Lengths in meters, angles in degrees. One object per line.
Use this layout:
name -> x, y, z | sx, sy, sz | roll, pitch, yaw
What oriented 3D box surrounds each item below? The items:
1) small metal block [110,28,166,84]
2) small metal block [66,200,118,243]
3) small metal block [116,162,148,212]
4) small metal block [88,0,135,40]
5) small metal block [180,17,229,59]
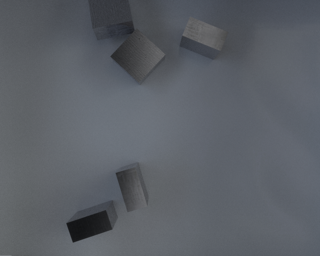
small metal block -> -0.029, -0.094, 0.411 | 0.050, 0.025, 0.050 | 43, 90, -1
small metal block -> -0.085, 0.118, 0.398 | 0.050, 0.050, 0.025 | -18, 90, 0
small metal block -> -0.034, 0.074, 0.399 | 0.025, 0.050, 0.050 | -17, 90, 0
small metal block -> -0.063, -0.147, 0.403 | 0.050, 0.025, 0.050 | -12, 71, -1
small metal block -> 0.055, -0.114, 0.400 | 0.050, 0.050, 0.025 | 22, 90, -1
